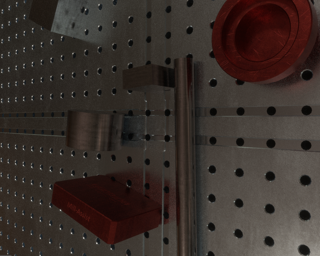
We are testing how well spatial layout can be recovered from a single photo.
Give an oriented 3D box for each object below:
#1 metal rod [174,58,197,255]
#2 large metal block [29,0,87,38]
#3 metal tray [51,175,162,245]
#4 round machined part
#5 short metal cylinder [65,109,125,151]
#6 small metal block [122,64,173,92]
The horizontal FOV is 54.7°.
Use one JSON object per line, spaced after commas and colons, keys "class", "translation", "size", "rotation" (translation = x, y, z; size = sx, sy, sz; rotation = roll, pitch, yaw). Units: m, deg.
{"class": "metal rod", "translation": [0.032, 0.065, 0.381], "size": [0.025, 0.025, 0.298], "rotation": [-2, 89, 39]}
{"class": "large metal block", "translation": [-0.176, -0.211, 0.535], "size": [0.080, 0.050, 0.079], "rotation": [34, 111, 34]}
{"class": "metal tray", "translation": [-0.074, 0.105, 0.425], "size": [0.130, 0.091, 0.030], "rotation": [18, 102, 38]}
{"class": "round machined part", "translation": [0.105, -0.093, 0.311], "size": [0.098, 0.042, 0.097], "rotation": [0, 90, 39]}
{"class": "short metal cylinder", "translation": [-0.093, 0.002, 0.448], "size": [0.080, 0.081, 0.050], "rotation": [10, 96, 39]}
{"class": "small metal block", "translation": [-0.013, -0.063, 0.402], "size": [0.050, 0.050, 0.025], "rotation": [-3, 88, 39]}
